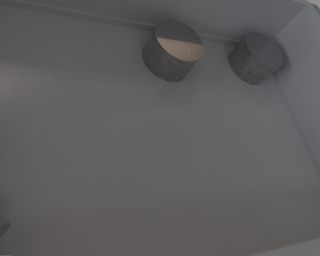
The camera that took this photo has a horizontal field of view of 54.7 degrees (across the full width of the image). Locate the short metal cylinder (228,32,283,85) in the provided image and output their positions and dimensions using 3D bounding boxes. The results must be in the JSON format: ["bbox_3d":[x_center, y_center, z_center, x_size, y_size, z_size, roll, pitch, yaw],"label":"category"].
[{"bbox_3d":[0.172,-0.125,0.558,0.081,0.050,0.080,14,56,-21],"label":"short metal cylinder"}]

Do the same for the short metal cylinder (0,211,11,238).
[{"bbox_3d":[-0.165,0.081,0.232,0.050,0.080,0.080,48,51,5],"label":"short metal cylinder"}]

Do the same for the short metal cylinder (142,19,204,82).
[{"bbox_3d":[0.020,-0.118,0.472,0.081,0.050,0.080,14,56,-21],"label":"short metal cylinder"}]
